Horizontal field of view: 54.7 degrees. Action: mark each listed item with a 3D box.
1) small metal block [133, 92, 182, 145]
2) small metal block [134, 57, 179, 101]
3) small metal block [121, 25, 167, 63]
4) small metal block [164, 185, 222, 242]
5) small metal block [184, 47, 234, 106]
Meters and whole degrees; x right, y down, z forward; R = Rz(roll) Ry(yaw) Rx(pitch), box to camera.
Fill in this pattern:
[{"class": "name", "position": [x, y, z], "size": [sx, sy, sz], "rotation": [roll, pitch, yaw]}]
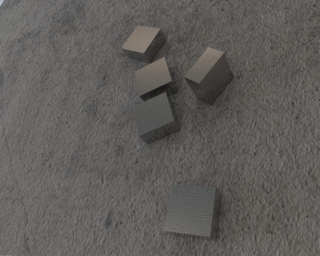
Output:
[{"class": "small metal block", "position": [-0.004, -0.013, 0.414], "size": [0.050, 0.025, 0.050], "rotation": [-24, 53, 13]}, {"class": "small metal block", "position": [-0.006, -0.068, 0.448], "size": [0.050, 0.025, 0.050], "rotation": [-24, 53, 13]}, {"class": "small metal block", "position": [-0.026, -0.136, 0.501], "size": [0.050, 0.025, 0.050], "rotation": [22, 73, 36]}, {"class": "small metal block", "position": [0.036, 0.090, 0.330], "size": [0.050, 0.025, 0.050], "rotation": [-2, 61, 27]}, {"class": "small metal block", "position": [0.064, -0.065, 0.394], "size": [0.025, 0.050, 0.050], "rotation": [32, 80, 38]}]
